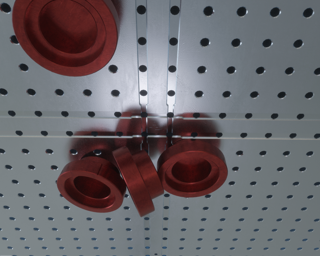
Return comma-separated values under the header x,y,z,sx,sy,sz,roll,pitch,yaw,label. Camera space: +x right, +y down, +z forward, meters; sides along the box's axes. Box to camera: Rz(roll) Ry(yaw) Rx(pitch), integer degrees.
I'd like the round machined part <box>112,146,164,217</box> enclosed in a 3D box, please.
x,y,z,sx,sy,sz,roll,pitch,yaw,label
-0.027,0.068,0.427,0.042,0.098,0.098,-24,130,-11,round machined part

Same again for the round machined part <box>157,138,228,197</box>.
x,y,z,sx,sy,sz,roll,pitch,yaw,label
0.045,0.053,0.446,0.099,0.042,0.097,-1,130,-1,round machined part

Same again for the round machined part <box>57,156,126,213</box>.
x,y,z,sx,sy,sz,roll,pitch,yaw,label
-0.097,0.080,0.459,0.098,0.042,0.097,7,132,8,round machined part

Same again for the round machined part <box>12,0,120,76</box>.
x,y,z,sx,sy,sz,roll,pitch,yaw,label
-0.089,-0.104,0.311,0.099,0.042,0.097,0,130,0,round machined part
